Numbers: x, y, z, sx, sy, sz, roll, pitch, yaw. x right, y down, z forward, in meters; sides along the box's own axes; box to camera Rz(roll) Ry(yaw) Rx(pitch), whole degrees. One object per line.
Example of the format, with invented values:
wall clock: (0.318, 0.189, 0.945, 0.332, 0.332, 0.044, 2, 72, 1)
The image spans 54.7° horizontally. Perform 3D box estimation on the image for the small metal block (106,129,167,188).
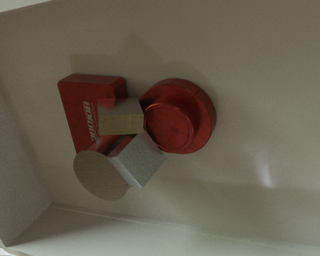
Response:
small metal block: (-0.027, 0.036, 0.376, 0.025, 0.050, 0.050, -12, 121, 53)

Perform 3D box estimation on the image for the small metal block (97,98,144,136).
small metal block: (-0.049, -0.015, 0.372, 0.050, 0.050, 0.025, -3, 118, -13)

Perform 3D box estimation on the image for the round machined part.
round machined part: (0.016, -0.008, 0.381, 0.098, 0.042, 0.097, 13, 124, 20)

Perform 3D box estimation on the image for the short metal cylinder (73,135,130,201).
short metal cylinder: (-0.068, 0.050, 0.417, 0.080, 0.050, 0.079, 13, 124, 20)

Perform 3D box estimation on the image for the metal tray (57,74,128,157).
metal tray: (-0.086, -0.009, 0.439, 0.090, 0.030, 0.129, 7, 122, 24)
